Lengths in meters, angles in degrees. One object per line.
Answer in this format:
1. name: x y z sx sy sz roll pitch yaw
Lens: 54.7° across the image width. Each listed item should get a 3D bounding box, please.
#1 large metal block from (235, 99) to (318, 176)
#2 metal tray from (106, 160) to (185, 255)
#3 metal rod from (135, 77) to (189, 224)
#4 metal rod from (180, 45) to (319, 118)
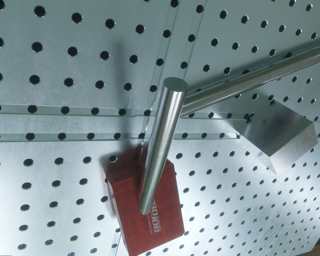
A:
1. large metal block: 0.180 0.013 0.482 0.080 0.080 0.050 -38 129 -3
2. metal tray: -0.018 0.114 0.451 0.091 0.030 0.129 -17 113 -19
3. metal rod: -0.012 0.066 0.400 0.025 0.025 0.298 -9 136 -24
4. metal rod: 0.154 -0.077 0.447 0.302 0.025 0.025 -22 127 -16
